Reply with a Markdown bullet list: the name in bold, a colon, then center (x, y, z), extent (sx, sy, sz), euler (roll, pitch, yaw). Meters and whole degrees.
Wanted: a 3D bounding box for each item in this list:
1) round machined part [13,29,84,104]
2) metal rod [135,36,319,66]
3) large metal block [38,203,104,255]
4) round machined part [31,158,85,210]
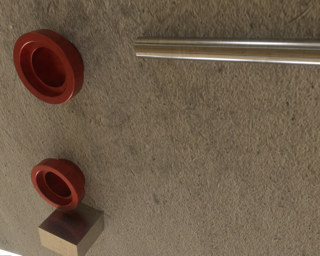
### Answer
- **round machined part**: center (-0.143, -0.084, 0.417), extent (0.098, 0.042, 0.097), euler (13, 124, 20)
- **metal rod**: center (0.114, -0.074, 0.300), extent (0.301, 0.025, 0.025), euler (8, 122, 23)
- **large metal block**: center (-0.159, 0.184, 0.566), extent (0.080, 0.080, 0.050), euler (18, 125, 17)
- **round machined part**: center (-0.171, 0.093, 0.541), extent (0.098, 0.042, 0.097), euler (13, 124, 20)
